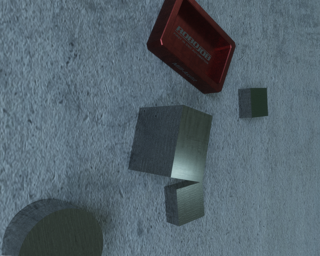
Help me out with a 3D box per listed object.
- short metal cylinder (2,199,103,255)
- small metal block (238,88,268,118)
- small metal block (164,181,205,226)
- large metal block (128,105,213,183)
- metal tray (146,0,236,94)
[{"bbox_3d":[-0.104,0.114,0.302,0.081,0.050,0.079,0,90,-40],"label":"short metal cylinder"},{"bbox_3d":[0.163,-0.044,0.541,0.050,0.025,0.050,-6,94,-40],"label":"small metal block"},{"bbox_3d":[0.035,0.103,0.434,0.050,0.025,0.050,-8,95,-40],"label":"small metal block"},{"bbox_3d":[0.011,0.019,0.379,0.050,0.080,0.080,17,80,-39],"label":"large metal block"},{"bbox_3d":[0.050,-0.118,0.442,0.130,0.030,0.090,32,70,-36],"label":"metal tray"}]
